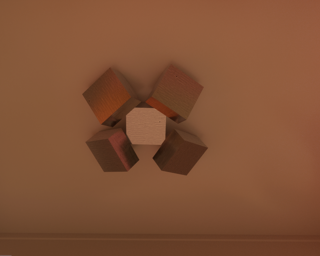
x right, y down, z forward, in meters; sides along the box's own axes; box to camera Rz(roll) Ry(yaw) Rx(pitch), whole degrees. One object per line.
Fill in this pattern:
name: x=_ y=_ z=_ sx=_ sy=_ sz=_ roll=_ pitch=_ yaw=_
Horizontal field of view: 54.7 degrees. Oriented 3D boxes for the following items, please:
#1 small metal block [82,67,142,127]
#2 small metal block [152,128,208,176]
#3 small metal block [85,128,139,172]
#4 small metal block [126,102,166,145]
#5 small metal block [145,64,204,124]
small metal block: x=-0.060 y=-0.037 z=0.381 sx=0.050 sy=0.025 sz=0.050 roll=-41 pitch=68 yaw=14
small metal block: x=0.027 y=0.033 z=0.410 sx=0.050 sy=0.025 sz=0.050 roll=19 pitch=113 yaw=-44
small metal block: x=-0.063 y=0.030 z=0.407 sx=0.050 sy=0.025 sz=0.050 roll=-9 pitch=116 yaw=44
small metal block: x=-0.018 y=-0.006 z=0.406 sx=0.050 sy=0.025 sz=0.050 roll=1 pitch=110 yaw=-1
small metal block: x=0.018 y=-0.041 z=0.381 sx=0.050 sy=0.025 sz=0.050 roll=33 pitch=69 yaw=-12
